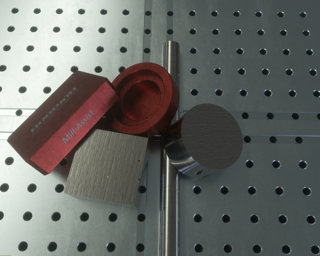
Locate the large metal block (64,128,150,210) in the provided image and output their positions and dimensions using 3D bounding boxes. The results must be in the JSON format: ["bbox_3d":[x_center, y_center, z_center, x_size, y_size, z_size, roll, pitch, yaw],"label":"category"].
[{"bbox_3d":[-0.060,0.050,0.379,0.080,0.050,0.080,10,70,3],"label":"large metal block"}]

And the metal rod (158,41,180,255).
[{"bbox_3d":[0.013,0.019,0.405,0.025,0.025,0.299,1,70,0],"label":"metal rod"}]

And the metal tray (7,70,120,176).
[{"bbox_3d":[-0.121,-0.013,0.387,0.130,0.030,0.090,-50,39,-16],"label":"metal tray"}]

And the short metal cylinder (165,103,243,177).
[{"bbox_3d":[0.053,0.016,0.379,0.081,0.050,0.080,7,69,-19],"label":"short metal cylinder"}]

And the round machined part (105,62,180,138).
[{"bbox_3d":[-0.020,-0.032,0.400,0.098,0.042,0.098,-9,67,23],"label":"round machined part"}]
